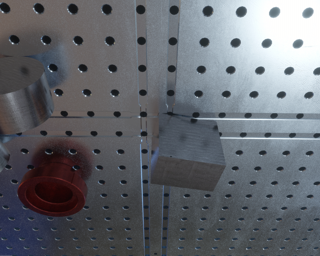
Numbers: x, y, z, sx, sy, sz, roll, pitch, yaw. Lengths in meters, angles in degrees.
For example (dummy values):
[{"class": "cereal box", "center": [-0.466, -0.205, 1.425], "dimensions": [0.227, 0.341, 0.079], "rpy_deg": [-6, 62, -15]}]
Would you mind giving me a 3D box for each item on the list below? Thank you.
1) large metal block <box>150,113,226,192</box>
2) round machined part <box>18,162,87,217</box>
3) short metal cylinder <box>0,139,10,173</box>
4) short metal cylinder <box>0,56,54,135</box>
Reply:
[{"class": "large metal block", "center": [0.033, 0.030, 0.401], "dimensions": [0.081, 0.080, 0.050], "rpy_deg": [9, 130, -8]}, {"class": "round machined part", "center": [-0.161, 0.091, 0.476], "dimensions": [0.099, 0.042, 0.097], "rpy_deg": [0, 130, 0]}, {"class": "short metal cylinder", "center": [-0.247, 0.034, 0.402], "dimensions": [0.080, 0.080, 0.050], "rpy_deg": [-9, 130, 7]}, {"class": "short metal cylinder", "center": [-0.164, -0.038, 0.342], "dimensions": [0.081, 0.080, 0.050], "rpy_deg": [0, 130, 0]}]
